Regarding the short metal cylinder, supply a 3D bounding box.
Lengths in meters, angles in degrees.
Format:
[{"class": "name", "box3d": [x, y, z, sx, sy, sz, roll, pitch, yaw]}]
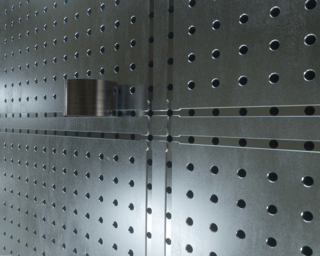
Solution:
[{"class": "short metal cylinder", "box3d": [-0.102, -0.042, 0.459, 0.080, 0.081, 0.050, 2, 92, 40]}]
